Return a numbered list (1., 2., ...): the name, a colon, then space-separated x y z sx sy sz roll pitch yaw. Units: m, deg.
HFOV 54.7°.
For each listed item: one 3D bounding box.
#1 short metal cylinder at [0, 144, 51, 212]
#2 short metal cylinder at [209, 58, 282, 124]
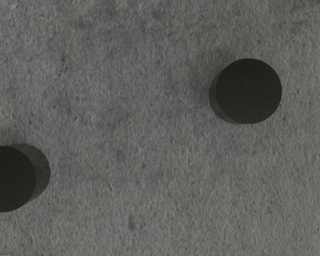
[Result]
1. short metal cylinder: -0.189 0.061 0.395 0.081 0.050 0.079 0 90 -1
2. short metal cylinder: 0.107 -0.045 0.399 0.081 0.050 0.079 0 90 -1
